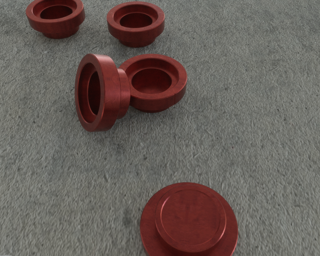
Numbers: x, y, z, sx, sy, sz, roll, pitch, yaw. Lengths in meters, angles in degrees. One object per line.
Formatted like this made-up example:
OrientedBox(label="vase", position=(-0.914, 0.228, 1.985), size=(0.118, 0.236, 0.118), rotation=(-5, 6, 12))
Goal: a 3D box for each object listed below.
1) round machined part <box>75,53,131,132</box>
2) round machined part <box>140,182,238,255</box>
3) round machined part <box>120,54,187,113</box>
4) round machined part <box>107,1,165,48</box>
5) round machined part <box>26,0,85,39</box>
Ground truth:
OrientedBox(label="round machined part", position=(-0.072, -0.044, 0.399), size=(0.042, 0.097, 0.098), rotation=(-3, 46, -35))
OrientedBox(label="round machined part", position=(0.029, 0.097, 0.311), size=(0.099, 0.042, 0.098), rotation=(0, 50, 0))
OrientedBox(label="round machined part", position=(-0.012, -0.059, 0.441), size=(0.099, 0.042, 0.098), rotation=(1, 49, -1))
OrientedBox(label="round machined part", position=(-0.041, -0.177, 0.541), size=(0.099, 0.042, 0.098), rotation=(0, 50, 0))
OrientedBox(label="round machined part", position=(-0.184, -0.197, 0.556), size=(0.099, 0.042, 0.098), rotation=(0, 50, 0))
